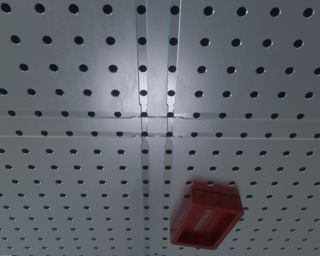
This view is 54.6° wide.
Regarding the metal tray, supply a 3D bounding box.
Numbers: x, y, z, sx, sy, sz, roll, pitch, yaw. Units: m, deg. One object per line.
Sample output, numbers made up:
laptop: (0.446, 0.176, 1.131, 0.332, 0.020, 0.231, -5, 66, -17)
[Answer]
metal tray: (0.079, 0.166, 0.549, 0.091, 0.030, 0.129, 12, 129, -11)
